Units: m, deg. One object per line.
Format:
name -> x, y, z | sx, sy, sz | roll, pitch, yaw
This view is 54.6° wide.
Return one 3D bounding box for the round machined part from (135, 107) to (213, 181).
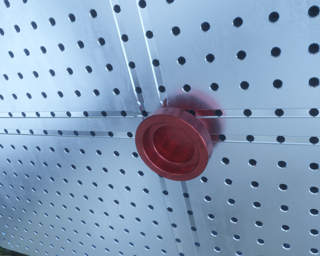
round machined part -> 0.021, 0.017, 0.400 | 0.098, 0.042, 0.097 | 13, 124, 21
